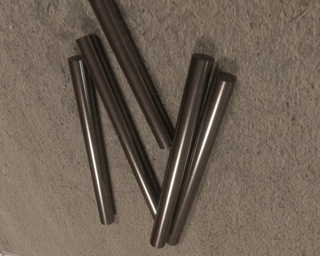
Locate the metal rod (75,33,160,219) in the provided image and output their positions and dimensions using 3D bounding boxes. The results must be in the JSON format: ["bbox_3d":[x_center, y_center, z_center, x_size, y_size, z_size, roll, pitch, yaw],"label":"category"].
[{"bbox_3d":[-0.045,0.017,0.438,0.025,0.025,0.298,-7,115,31],"label":"metal rod"}]

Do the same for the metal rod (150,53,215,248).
[{"bbox_3d":[0.022,0.050,0.408,0.025,0.025,0.298,20,121,16],"label":"metal rod"}]

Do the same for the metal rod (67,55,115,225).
[{"bbox_3d":[-0.101,0.037,0.480,0.025,0.025,0.298,11,123,22],"label":"metal rod"}]

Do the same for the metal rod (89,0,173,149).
[{"bbox_3d":[-0.049,-0.107,0.365,0.025,0.025,0.299,-13,112,33],"label":"metal rod"}]

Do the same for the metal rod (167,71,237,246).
[{"bbox_3d":[0.045,0.063,0.420,0.025,0.025,0.298,22,127,14],"label":"metal rod"}]
